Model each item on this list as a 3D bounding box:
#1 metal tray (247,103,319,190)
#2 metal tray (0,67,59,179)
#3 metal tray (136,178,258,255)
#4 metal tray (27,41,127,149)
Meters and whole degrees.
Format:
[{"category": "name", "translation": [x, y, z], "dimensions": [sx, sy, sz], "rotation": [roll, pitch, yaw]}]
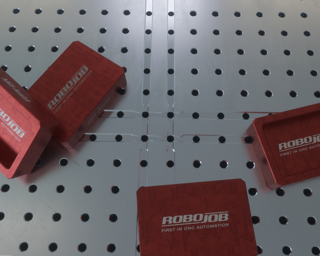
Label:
[{"category": "metal tray", "translation": [0.192, 0.019, 0.402], "dimensions": [0.131, 0.030, 0.090], "rotation": [-13, 71, -5]}, {"category": "metal tray", "translation": [-0.199, -0.012, 0.388], "dimensions": [0.130, 0.030, 0.090], "rotation": [40, 108, 13]}, {"category": "metal tray", "translation": [0.041, 0.112, 0.368], "dimensions": [0.131, 0.030, 0.090], "rotation": [-5, 70, -2]}, {"category": "metal tray", "translation": [-0.120, -0.048, 0.426], "dimensions": [0.090, 0.030, 0.130], "rotation": [33, 73, 11]}]
